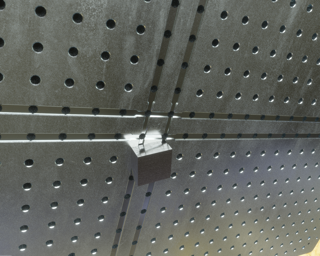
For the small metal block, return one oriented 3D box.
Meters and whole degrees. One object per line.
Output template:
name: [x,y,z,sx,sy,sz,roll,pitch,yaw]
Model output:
small metal block: [-0.012,0.049,0.434,0.050,0.025,0.050,-12,123,-22]
